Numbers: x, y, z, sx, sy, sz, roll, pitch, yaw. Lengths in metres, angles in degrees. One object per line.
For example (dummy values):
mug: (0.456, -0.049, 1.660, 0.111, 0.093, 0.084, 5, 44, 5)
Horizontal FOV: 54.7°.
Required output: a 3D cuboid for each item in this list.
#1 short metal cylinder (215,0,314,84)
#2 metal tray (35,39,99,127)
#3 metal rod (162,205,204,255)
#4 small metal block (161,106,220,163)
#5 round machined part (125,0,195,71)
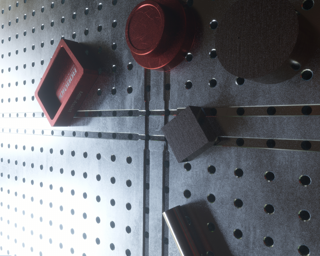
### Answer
short metal cylinder: (0.103, -0.086, 0.307, 0.080, 0.050, 0.079, 0, 90, 39)
metal tray: (-0.166, -0.076, 0.539, 0.129, 0.030, 0.090, -52, 60, 27)
metal rod: (0.076, 0.231, 0.345, 0.025, 0.025, 0.299, -39, 67, 33)
small metal block: (0.036, 0.008, 0.378, 0.050, 0.025, 0.050, -40, 66, 32)
round machined part: (-0.007, -0.126, 0.402, 0.098, 0.042, 0.097, 0, 90, 39)
